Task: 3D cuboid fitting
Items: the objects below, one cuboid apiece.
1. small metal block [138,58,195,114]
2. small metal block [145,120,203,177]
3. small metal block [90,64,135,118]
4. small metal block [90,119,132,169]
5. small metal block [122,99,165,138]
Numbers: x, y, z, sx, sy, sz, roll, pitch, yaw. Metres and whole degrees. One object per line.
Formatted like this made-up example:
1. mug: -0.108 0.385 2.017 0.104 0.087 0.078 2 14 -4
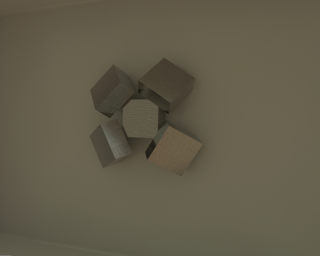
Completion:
1. small metal block: 0.008 -0.054 0.393 0.050 0.025 0.050 37 64 16
2. small metal block: 0.017 0.026 0.390 0.050 0.025 0.050 29 101 -17
3. small metal block: -0.065 -0.050 0.418 0.050 0.025 0.050 -44 39 15
4. small metal block: -0.068 0.022 0.420 0.050 0.025 0.050 -36 76 55
5. small metal block: -0.022 -0.012 0.415 0.050 0.025 0.050 2 91 20
